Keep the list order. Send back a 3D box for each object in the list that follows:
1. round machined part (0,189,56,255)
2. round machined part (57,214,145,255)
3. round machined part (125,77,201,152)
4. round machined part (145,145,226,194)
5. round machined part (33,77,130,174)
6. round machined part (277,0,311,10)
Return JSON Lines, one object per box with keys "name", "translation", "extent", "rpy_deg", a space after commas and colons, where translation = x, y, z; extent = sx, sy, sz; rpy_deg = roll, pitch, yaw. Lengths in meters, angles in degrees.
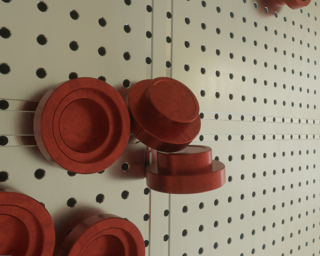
{"name": "round machined part", "translation": [-0.148, 0.102, 0.274], "extent": [0.099, 0.042, 0.097], "rpy_deg": [0, 90, -40]}
{"name": "round machined part", "translation": [-0.068, 0.143, 0.341], "extent": [0.099, 0.042, 0.097], "rpy_deg": [0, 90, -40]}
{"name": "round machined part", "translation": [0.008, -0.023, 0.373], "extent": [0.099, 0.042, 0.098], "rpy_deg": [17, 48, -20]}
{"name": "round machined part", "translation": [0.031, 0.047, 0.386], "extent": [0.099, 0.098, 0.042], "rpy_deg": [-8, 97, -40]}
{"name": "round machined part", "translation": [-0.083, -0.002, 0.327], "extent": [0.099, 0.042, 0.097], "rpy_deg": [-1, 91, -40]}
{"name": "round machined part", "translation": [0.259, -0.284, 0.613], "extent": [0.099, 0.042, 0.097], "rpy_deg": [0, 90, -40]}
